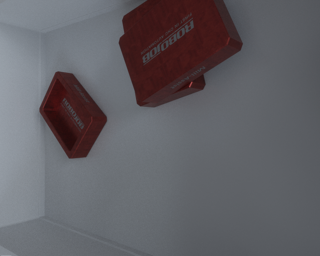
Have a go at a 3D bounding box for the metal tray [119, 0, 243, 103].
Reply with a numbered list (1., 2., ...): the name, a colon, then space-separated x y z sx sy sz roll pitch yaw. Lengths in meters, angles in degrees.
1. metal tray: 0.016 -0.095 0.349 0.130 0.030 0.090 -30 72 35

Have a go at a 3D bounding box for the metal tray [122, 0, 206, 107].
1. metal tray: 0.002 -0.100 0.401 0.090 0.030 0.129 -17 79 38

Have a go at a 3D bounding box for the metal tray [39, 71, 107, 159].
1. metal tray: -0.151 -0.023 0.524 0.130 0.030 0.089 48 118 28
